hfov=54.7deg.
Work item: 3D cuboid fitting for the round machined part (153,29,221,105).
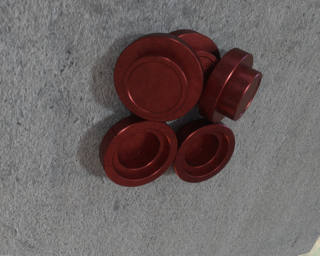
[{"bbox_3d":[0.034,-0.066,0.376,0.099,0.042,0.097,-14,125,-21],"label":"round machined part"}]

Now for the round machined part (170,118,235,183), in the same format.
[{"bbox_3d":[0.055,0.027,0.446,0.099,0.042,0.097,-14,125,-21],"label":"round machined part"}]

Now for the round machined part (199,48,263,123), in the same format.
[{"bbox_3d":[0.094,-0.048,0.393,0.098,0.042,0.097,-46,155,-28],"label":"round machined part"}]

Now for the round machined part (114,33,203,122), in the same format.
[{"bbox_3d":[-0.003,-0.050,0.336,0.099,0.042,0.097,3,117,7],"label":"round machined part"}]

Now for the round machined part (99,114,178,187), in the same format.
[{"bbox_3d":[-0.030,0.024,0.397,0.099,0.042,0.097,-14,125,-21],"label":"round machined part"}]
